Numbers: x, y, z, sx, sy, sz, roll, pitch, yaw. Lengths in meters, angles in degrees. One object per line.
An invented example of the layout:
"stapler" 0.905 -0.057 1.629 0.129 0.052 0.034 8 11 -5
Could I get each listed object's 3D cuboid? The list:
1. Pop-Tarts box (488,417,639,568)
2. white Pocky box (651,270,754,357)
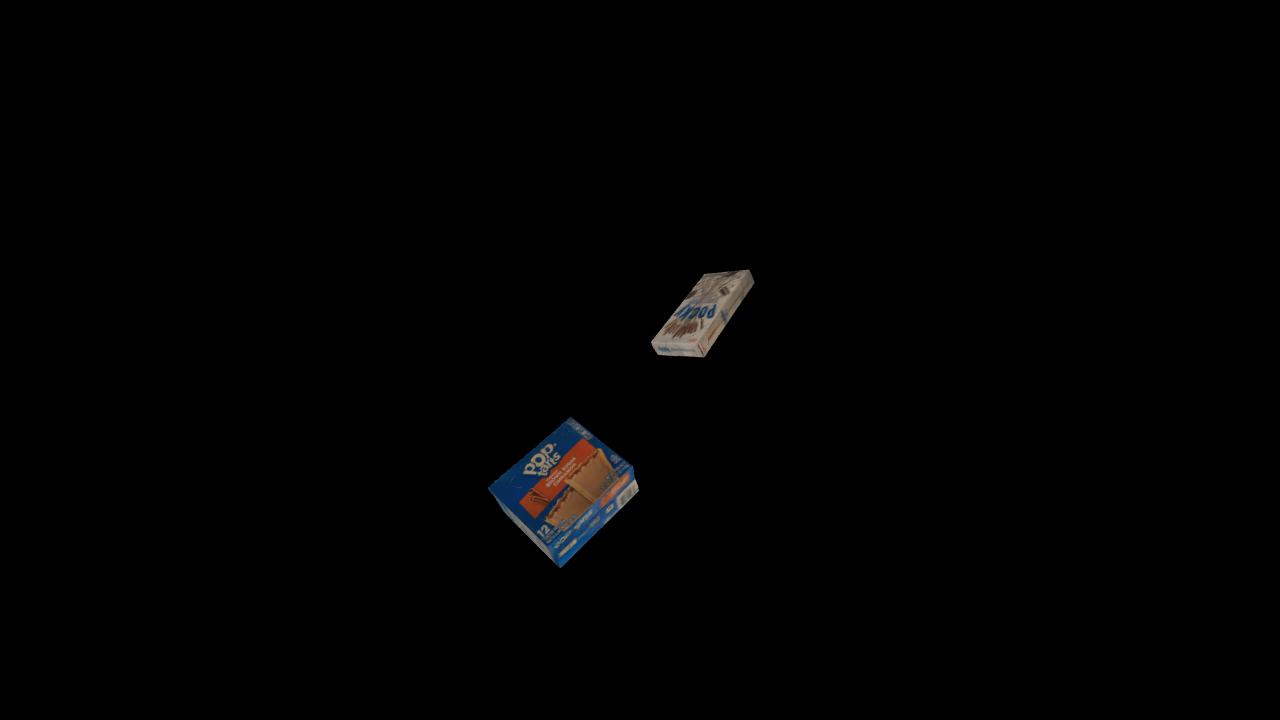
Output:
"Pop-Tarts box" -0.111 0.193 0.921 0.141 0.083 0.167 34 61 31
"white Pocky box" 0.088 -0.065 0.842 0.084 0.028 0.154 3 45 44
